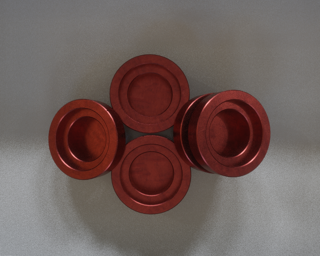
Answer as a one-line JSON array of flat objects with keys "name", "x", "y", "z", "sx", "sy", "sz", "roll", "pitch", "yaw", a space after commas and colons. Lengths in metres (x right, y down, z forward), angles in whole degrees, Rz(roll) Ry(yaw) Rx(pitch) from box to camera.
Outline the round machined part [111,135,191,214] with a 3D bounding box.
[{"name": "round machined part", "x": -0.011, "y": 0.057, "z": 0.400, "sx": 0.099, "sy": 0.042, "sz": 0.097, "roll": 0, "pitch": 90, "yaw": 0}]

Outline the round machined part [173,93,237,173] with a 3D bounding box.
[{"name": "round machined part", "x": 0.061, "y": 0.006, "z": 0.391, "sx": 0.099, "sy": 0.042, "sz": 0.097, "roll": 0, "pitch": 89, "yaw": -22}]

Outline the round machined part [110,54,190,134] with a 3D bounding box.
[{"name": "round machined part", "x": -0.013, "y": -0.042, "z": 0.400, "sx": 0.099, "sy": 0.042, "sz": 0.097, "roll": 0, "pitch": 90, "yaw": 0}]

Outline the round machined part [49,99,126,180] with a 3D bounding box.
[{"name": "round machined part", "x": -0.087, "y": 0.014, "z": 0.390, "sx": 0.098, "sy": 0.042, "sz": 0.097, "roll": 0, "pitch": 90, "yaw": 20}]

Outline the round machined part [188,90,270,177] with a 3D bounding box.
[{"name": "round machined part", "x": 0.076, "y": 0.006, "z": 0.363, "sx": 0.099, "sy": 0.042, "sz": 0.097, "roll": 0, "pitch": 90, "yaw": -22}]
